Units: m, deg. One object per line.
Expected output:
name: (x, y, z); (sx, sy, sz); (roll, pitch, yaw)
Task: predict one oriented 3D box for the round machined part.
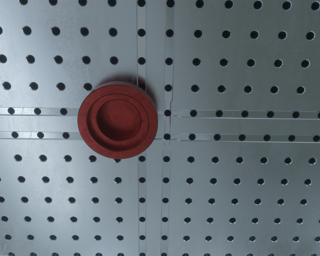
round machined part: (-0.052, -0.013, 0.399); (0.099, 0.042, 0.097); (0, 110, -1)
